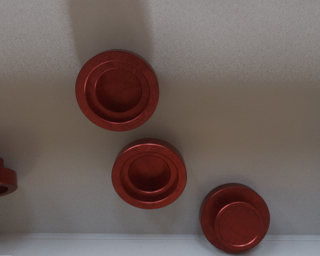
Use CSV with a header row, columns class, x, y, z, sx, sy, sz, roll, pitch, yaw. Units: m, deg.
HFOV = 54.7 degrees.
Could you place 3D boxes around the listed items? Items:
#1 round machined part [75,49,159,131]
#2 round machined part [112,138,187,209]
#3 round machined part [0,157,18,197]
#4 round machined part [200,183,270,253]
class,x,y,z,sx,sy,sz,roll,pitch,yaw
round machined part,-0.050,-0.048,0.384,0.099,0.042,0.097,0,110,0
round machined part,-0.014,0.058,0.423,0.099,0.042,0.097,0,110,0
round machined part,-0.241,0.065,0.405,0.098,0.098,0.042,-15,71,5
round machined part,0.108,0.131,0.439,0.099,0.042,0.097,0,95,-1
